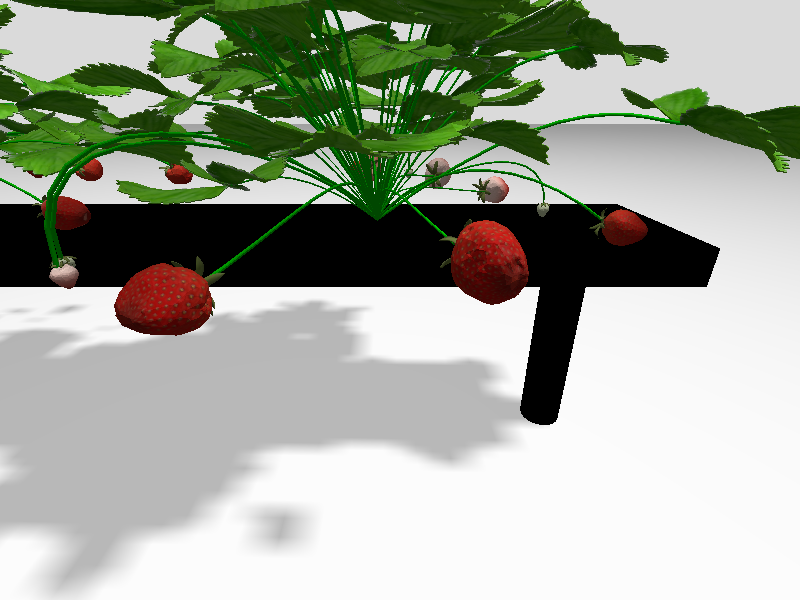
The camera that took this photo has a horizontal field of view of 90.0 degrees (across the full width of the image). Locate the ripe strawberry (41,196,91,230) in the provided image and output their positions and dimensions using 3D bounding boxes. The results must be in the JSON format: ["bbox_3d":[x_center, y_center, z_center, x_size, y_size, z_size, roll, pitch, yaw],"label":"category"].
[{"bbox_3d":[-0.262,-0.069,0.317,0.030,0.026,0.030,12,27,4],"label":"ripe strawberry"}]

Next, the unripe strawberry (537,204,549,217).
[{"bbox_3d":[0.123,-0.077,0.344,0.010,0.011,0.011,1,25,2],"label":"unripe strawberry"}]

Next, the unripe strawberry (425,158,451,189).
[{"bbox_3d":[0.047,-0.154,0.487,0.032,0.037,0.035,10,27,21],"label":"unripe strawberry"}]

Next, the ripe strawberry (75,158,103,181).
[{"bbox_3d":[-0.429,-0.182,0.554,0.032,0.034,0.035,4,15,9],"label":"ripe strawberry"}]

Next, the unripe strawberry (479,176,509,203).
[{"bbox_3d":[0.098,-0.113,0.411,0.031,0.026,0.031,-14,29,-28],"label":"unripe strawberry"}]

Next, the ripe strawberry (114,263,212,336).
[{"bbox_3d":[-0.097,0.002,0.163,0.035,0.031,0.032,9,27,19],"label":"ripe strawberry"}]

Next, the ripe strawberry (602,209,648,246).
[{"bbox_3d":[0.157,-0.050,0.279,0.029,0.024,0.029,18,30,17],"label":"ripe strawberry"}]

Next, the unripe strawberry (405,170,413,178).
[{"bbox_3d":[0.012,-0.167,0.531,0.011,0.011,0.010,4,26,8],"label":"unripe strawberry"}]

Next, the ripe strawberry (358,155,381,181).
[{"bbox_3d":[-0.039,-0.172,0.527,0.031,0.035,0.034,-2,8,-5],"label":"ripe strawberry"}]

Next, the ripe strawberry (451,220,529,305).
[{"bbox_3d":[0.043,-0.016,0.190,0.036,0.041,0.039,-9,27,-18],"label":"ripe strawberry"}]

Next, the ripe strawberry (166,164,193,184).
[{"bbox_3d":[-0.280,-0.161,0.510,0.027,0.030,0.029,24,-9,41],"label":"ripe strawberry"}]

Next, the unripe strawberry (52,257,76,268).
[{"bbox_3d":[-0.187,-0.019,0.223,0.010,0.010,0.009,-20,32,-36],"label":"unripe strawberry"}]

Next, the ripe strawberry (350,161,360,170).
[{"bbox_3d":[-0.059,-0.187,0.572,0.024,0.025,0.026,-4,25,-8],"label":"ripe strawberry"}]

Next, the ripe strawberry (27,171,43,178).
[{"bbox_3d":[-0.498,-0.178,0.548,0.021,0.021,0.018,-3,25,-6],"label":"ripe strawberry"}]
